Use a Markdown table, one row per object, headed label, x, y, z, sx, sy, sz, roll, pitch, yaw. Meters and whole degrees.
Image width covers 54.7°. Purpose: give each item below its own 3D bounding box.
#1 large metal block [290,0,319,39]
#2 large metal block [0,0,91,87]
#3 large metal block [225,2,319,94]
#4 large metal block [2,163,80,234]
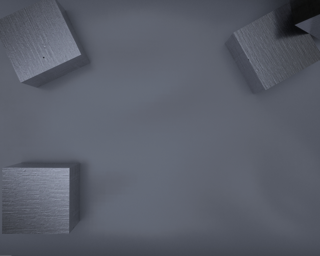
| label | x | y | z | sx | sy | sz | roll | pitch | yaw |
| --- | --- | --- | --- | --- | --- | --- | --- | --- | --- |
| large metal block | 0.203 | -0.146 | 0.348 | 0.081 | 0.080 | 0.050 | 0 | 78 | -45 |
| large metal block | -0.148 | -0.108 | 0.398 | 0.080 | 0.050 | 0.080 | -25 | 90 | 0 |
| large metal block | 0.143 | -0.100 | 0.400 | 0.080 | 0.050 | 0.080 | -29 | 90 | 0 |
| large metal block | -0.150 | 0.088 | 0.398 | 0.081 | 0.050 | 0.080 | 0 | 90 | 0 |
